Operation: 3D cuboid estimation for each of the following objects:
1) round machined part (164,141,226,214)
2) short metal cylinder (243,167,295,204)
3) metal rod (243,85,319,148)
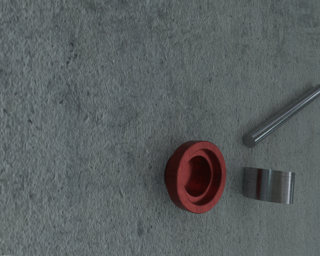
[{"bbox_3d":[0.045,0.066,0.431,0.099,0.042,0.097,0,90,-40],"label":"round machined part"},{"bbox_3d":[0.183,0.095,0.523,0.081,0.080,0.050,11,83,-40],"label":"short metal cylinder"},{"bbox_3d":[0.261,-0.033,0.622,0.302,0.025,0.025,-28,108,-37],"label":"metal rod"}]
